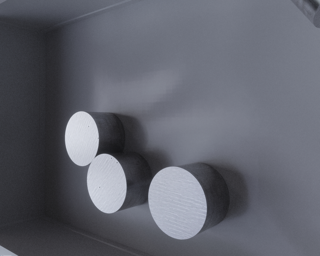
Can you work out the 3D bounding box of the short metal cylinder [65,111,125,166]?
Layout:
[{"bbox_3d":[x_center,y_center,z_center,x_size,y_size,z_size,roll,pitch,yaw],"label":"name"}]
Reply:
[{"bbox_3d":[-0.099,0.015,0.469,0.080,0.050,0.079,0,90,39],"label":"short metal cylinder"}]

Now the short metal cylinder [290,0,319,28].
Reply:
[{"bbox_3d":[0.145,-0.130,0.251,0.080,0.081,0.050,-43,64,31],"label":"short metal cylinder"}]

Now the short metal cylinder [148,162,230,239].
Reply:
[{"bbox_3d":[0.033,0.082,0.362,0.080,0.050,0.079,0,90,39],"label":"short metal cylinder"}]

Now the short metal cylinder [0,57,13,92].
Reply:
[{"bbox_3d":[-0.376,-0.123,0.698,0.080,0.050,0.079,0,90,39],"label":"short metal cylinder"}]

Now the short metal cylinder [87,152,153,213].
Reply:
[{"bbox_3d":[-0.057,0.074,0.435,0.080,0.050,0.079,0,90,39],"label":"short metal cylinder"}]
